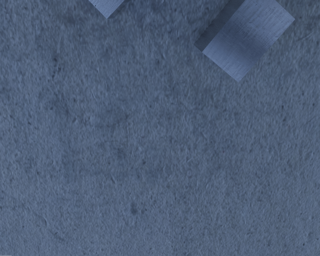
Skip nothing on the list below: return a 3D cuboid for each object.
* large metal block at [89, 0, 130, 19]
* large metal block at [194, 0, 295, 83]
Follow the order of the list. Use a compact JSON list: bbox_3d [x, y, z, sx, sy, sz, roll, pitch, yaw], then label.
[{"bbox_3d":[-0.055,-0.176,0.331,0.080,0.050,0.080,-42,105,13],"label":"large metal block"},{"bbox_3d":[0.087,-0.105,0.343,0.050,0.080,0.080,37,106,-13],"label":"large metal block"}]
